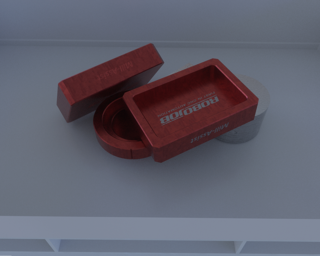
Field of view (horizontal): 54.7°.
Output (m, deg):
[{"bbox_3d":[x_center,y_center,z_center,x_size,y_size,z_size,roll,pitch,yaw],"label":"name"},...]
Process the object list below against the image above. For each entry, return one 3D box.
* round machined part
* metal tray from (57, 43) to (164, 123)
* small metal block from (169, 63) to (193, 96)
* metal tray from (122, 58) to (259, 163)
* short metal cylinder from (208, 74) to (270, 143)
[{"bbox_3d":[-0.032,0.000,0.393,0.099,0.042,0.098,0,50,0],"label":"round machined part"},{"bbox_3d":[-0.067,-0.058,0.406,0.131,0.090,0.030,-29,88,-23],"label":"metal tray"},{"bbox_3d":[0.031,-0.055,0.433,0.050,0.050,0.025,-35,59,-28],"label":"small metal block"},{"bbox_3d":[0.034,-0.025,0.359,0.131,0.030,0.090,-24,53,-14],"label":"metal tray"},{"bbox_3d":[0.098,-0.027,0.410,0.081,0.050,0.080,0,50,0],"label":"short metal cylinder"}]
